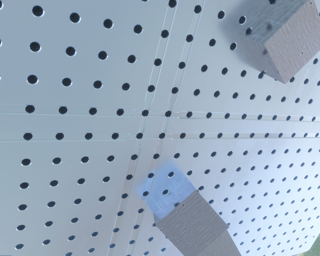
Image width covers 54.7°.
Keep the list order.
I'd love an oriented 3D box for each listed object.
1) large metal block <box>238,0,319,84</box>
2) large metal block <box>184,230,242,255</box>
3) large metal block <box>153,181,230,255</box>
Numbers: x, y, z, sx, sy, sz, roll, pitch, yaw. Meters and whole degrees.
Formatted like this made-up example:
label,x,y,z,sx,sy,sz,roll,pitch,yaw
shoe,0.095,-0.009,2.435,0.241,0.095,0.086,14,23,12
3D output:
label,x,y,z,sx,sy,sz,roll,pitch,yaw
large metal block,0.165,-0.120,0.414,0.080,0.050,0.080,-45,130,3
large metal block,0.084,0.211,0.546,0.081,0.080,0.050,-25,164,-14
large metal block,0.047,0.145,0.490,0.080,0.050,0.080,-41,98,-1
